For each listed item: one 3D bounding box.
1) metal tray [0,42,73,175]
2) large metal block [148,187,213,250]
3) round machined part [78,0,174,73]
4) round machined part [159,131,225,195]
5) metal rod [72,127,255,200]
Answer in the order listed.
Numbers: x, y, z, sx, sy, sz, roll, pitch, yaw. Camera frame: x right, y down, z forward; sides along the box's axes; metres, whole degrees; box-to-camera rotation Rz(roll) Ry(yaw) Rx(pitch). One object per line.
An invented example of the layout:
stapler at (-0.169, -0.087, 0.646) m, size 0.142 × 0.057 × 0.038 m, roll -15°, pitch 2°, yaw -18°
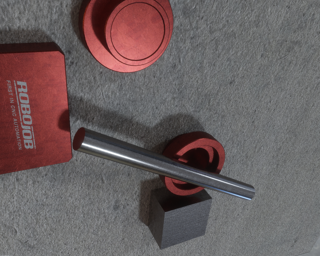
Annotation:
metal tray at (-0.142, -0.018, 0.316) m, size 0.091 × 0.030 × 0.129 m, roll -9°, pitch 123°, yaw -24°
large metal block at (0.030, 0.136, 0.493) m, size 0.081 × 0.050 × 0.079 m, roll -10°, pitch 123°, yaw -24°
round machined part at (-0.029, -0.103, 0.317) m, size 0.099 × 0.042 × 0.097 m, roll -14°, pitch 125°, yaw -21°
round machined part at (0.042, 0.046, 0.449) m, size 0.099 × 0.042 × 0.097 m, roll -14°, pitch 125°, yaw -21°
metal rod at (0.029, 0.057, 0.405) m, size 0.302 × 0.025 × 0.025 m, roll 22°, pitch 106°, yaw -37°
